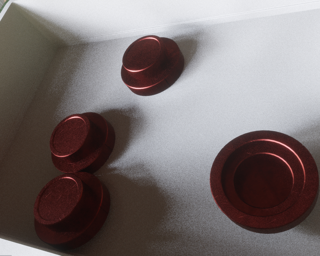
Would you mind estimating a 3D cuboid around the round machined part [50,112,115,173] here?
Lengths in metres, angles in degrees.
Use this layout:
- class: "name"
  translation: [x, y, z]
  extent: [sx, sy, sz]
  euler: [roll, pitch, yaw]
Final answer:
- class: "round machined part"
  translation: [-0.117, 0.018, 0.445]
  extent: [0.098, 0.042, 0.098]
  euler: [-13, 56, 21]

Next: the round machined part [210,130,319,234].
- class: "round machined part"
  translation: [0.103, 0.055, 0.307]
  extent: [0.098, 0.042, 0.098]
  euler: [-13, 56, 21]

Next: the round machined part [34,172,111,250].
- class: "round machined part"
  translation: [-0.116, 0.096, 0.387]
  extent: [0.098, 0.042, 0.098]
  euler: [-14, 47, 16]

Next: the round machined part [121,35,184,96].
- class: "round machined part"
  translation: [-0.017, -0.100, 0.465]
  extent: [0.098, 0.042, 0.098]
  euler: [-13, 56, 21]
